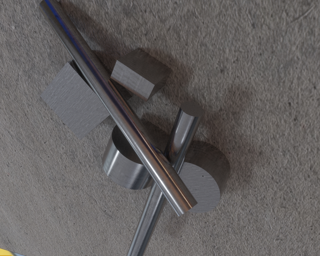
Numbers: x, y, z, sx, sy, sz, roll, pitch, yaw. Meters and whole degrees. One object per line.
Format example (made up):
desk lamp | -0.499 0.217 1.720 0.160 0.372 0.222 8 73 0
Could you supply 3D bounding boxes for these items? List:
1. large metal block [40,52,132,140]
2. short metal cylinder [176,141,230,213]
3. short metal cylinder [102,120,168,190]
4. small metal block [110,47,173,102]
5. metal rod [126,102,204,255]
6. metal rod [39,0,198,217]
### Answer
large metal block | -0.099 -0.043 0.417 0.080 0.050 0.080 -35 99 38
short metal cylinder | 0.046 0.063 0.406 0.080 0.050 0.079 13 124 21
short metal cylinder | -0.031 0.034 0.408 0.080 0.080 0.050 32 129 7
small metal block | -0.021 -0.064 0.362 0.050 0.050 0.025 34 129 5
metal rod | -0.004 0.094 0.402 0.025 0.025 0.298 27 128 11
metal rod | -0.055 -0.034 0.356 0.299 0.025 0.025 55 130 12
